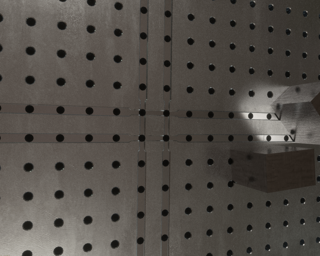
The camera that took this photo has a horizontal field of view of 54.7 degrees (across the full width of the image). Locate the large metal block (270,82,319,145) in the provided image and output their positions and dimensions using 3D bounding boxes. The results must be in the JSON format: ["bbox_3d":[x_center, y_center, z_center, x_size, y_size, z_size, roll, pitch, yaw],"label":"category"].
[{"bbox_3d":[0.232,-0.021,0.471,0.050,0.080,0.080,-42,104,-15],"label":"large metal block"}]

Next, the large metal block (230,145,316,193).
[{"bbox_3d":[0.159,0.055,0.444,0.081,0.080,0.050,-4,92,-20],"label":"large metal block"}]
